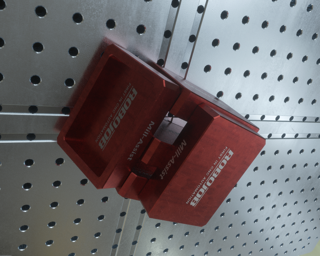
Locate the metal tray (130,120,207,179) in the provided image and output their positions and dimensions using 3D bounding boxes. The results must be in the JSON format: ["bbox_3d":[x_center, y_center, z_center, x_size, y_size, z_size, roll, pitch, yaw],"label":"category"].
[{"bbox_3d":[0.018,0.022,0.391,0.131,0.090,0.030,21,106,-37],"label":"metal tray"}]

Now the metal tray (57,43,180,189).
[{"bbox_3d":[-0.049,-0.012,0.331,0.030,0.090,0.129,12,114,-57],"label":"metal tray"}]

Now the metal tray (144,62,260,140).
[{"bbox_3d":[0.050,-0.027,0.378,0.131,0.090,0.030,22,107,-36],"label":"metal tray"}]

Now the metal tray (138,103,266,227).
[{"bbox_3d":[0.047,0.046,0.344,0.090,0.030,0.129,23,106,-36],"label":"metal tray"}]

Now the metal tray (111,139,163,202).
[{"bbox_3d":[-0.007,0.060,0.401,0.131,0.090,0.030,23,106,-37],"label":"metal tray"}]
